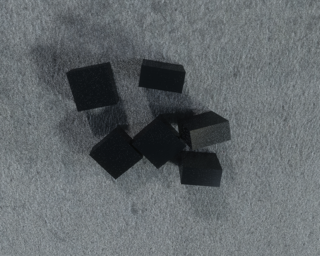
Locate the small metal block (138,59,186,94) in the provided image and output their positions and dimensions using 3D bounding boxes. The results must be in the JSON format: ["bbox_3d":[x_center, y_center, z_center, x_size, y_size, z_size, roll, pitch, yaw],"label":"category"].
[{"bbox_3d":[0.002,-0.063,0.373,0.050,0.050,0.025,9,110,-4],"label":"small metal block"}]

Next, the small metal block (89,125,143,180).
[{"bbox_3d":[-0.058,0.033,0.421,0.050,0.025,0.050,-39,106,13],"label":"small metal block"}]

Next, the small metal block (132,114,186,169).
[{"bbox_3d":[-0.001,0.018,0.417,0.050,0.025,0.050,-40,106,13],"label":"small metal block"}]

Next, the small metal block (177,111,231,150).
[{"bbox_3d":[0.054,0.002,0.392,0.050,0.050,0.025,-14,110,-11],"label":"small metal block"}]

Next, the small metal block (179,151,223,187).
[{"bbox_3d":[0.053,0.054,0.417,0.050,0.050,0.025,5,110,-2],"label":"small metal block"}]

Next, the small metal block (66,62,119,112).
[{"bbox_3d":[-0.083,-0.052,0.389,0.050,0.025,0.050,-11,110,3],"label":"small metal block"}]
